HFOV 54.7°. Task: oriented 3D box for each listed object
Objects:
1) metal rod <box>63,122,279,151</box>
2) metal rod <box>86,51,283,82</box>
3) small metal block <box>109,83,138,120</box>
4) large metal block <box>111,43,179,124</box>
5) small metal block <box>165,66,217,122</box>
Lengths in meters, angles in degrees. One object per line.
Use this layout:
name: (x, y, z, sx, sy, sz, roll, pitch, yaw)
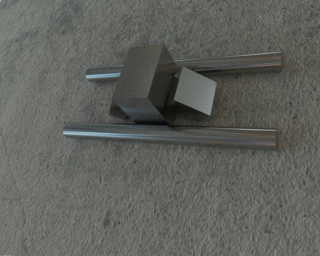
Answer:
metal rod: (-0.007, 0.008, 0.403, 0.300, 0.025, 0.025, 2, 63, 28)
metal rod: (0.017, -0.085, 0.447, 0.300, 0.025, 0.025, 2, 63, 28)
small metal block: (-0.051, -0.046, 0.441, 0.025, 0.050, 0.050, 18, 66, -7)
large metal block: (-0.010, -0.051, 0.408, 0.050, 0.080, 0.080, 1, 62, 28)
small metal block: (0.040, -0.042, 0.391, 0.025, 0.050, 0.050, -39, 32, 60)
